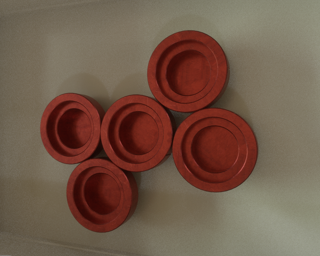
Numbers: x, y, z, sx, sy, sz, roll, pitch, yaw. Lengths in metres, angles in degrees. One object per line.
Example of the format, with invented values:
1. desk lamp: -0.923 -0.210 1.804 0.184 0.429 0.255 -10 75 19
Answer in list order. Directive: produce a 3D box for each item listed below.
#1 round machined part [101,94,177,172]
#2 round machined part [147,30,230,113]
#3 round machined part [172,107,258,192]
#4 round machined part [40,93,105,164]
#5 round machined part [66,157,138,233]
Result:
1. round machined part: -0.024 0.007 0.406 0.098 0.042 0.097 0 90 20
2. round machined part: 0.037 -0.067 0.386 0.098 0.042 0.097 0 90 20
3. round machined part: 0.068 0.025 0.375 0.098 0.042 0.097 0 90 20
4. round machined part: -0.116 0.001 0.440 0.098 0.042 0.097 0 90 20
5. round machined part: -0.074 0.088 0.424 0.098 0.042 0.097 0 90 20
